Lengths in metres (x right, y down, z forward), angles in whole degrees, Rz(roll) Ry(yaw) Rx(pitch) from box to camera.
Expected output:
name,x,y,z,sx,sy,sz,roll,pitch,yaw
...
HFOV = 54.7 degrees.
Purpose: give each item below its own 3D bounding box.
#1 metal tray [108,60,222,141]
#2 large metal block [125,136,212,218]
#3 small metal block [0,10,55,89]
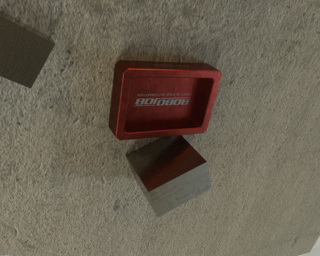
name,x,y,z,sx,sy,sz,roll,pitch,yaw
metal tray,0.007,-0.035,0.387,0.131,0.030,0.089,-4,120,-27
large metal block,0.010,0.058,0.415,0.080,0.080,0.050,-25,128,-13
small metal block,-0.135,-0.072,0.289,0.050,0.025,0.050,24,105,-37
